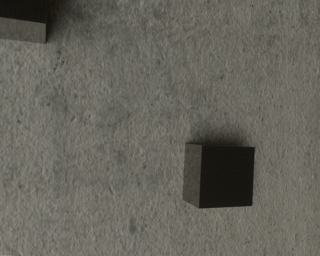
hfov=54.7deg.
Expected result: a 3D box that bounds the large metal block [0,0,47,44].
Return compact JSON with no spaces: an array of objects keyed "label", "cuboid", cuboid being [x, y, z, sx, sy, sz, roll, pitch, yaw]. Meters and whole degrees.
[{"label":"large metal block","cuboid":[-0.146,-0.141,0.326,0.050,0.080,0.079,2,89,-20]}]

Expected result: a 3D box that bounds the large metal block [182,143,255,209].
[{"label":"large metal block","cuboid":[0.080,0.063,0.427,0.081,0.050,0.079,3,89,-20]}]
